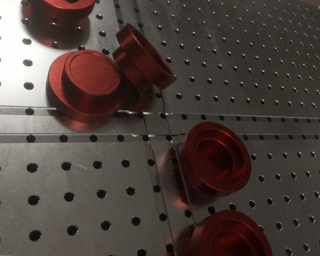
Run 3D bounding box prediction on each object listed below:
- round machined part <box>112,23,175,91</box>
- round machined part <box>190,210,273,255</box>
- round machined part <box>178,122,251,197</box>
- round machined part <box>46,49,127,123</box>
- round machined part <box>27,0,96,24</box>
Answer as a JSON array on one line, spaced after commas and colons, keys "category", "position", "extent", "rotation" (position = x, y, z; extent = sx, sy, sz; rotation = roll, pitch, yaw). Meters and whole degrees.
[{"category": "round machined part", "position": [-0.026, -0.089, 0.419], "extent": [0.098, 0.042, 0.098], "rotation": [47, 15, -17]}, {"category": "round machined part", "position": [0.076, 0.147, 0.351], "extent": [0.099, 0.042, 0.098], "rotation": [14, 56, -21]}, {"category": "round machined part", "position": [0.068, 0.044, 0.409], "extent": [0.099, 0.042, 0.098], "rotation": [14, 56, -21]}, {"category": "round machined part", "position": [-0.088, -0.058, 0.387], "extent": [0.099, 0.042, 0.098], "rotation": [14, 56, -21]}, {"category": "round machined part", "position": [-0.142, -0.187, 0.436], "extent": [0.099, 0.042, 0.098], "rotation": [14, 56, -21]}]
